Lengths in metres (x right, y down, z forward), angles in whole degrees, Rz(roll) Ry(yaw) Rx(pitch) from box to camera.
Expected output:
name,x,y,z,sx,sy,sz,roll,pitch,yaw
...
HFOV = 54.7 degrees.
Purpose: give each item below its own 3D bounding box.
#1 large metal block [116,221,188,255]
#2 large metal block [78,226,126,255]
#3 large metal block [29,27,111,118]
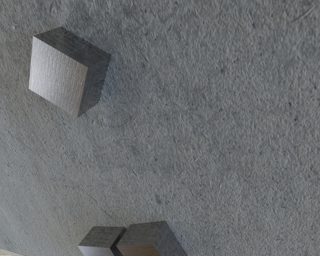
name,x,y,z,sx,sy,sz,roll,pitch,yaw
large metal block,-0.013,0.209,0.527,0.080,0.050,0.080,-18,109,35
large metal block,-0.094,0.235,0.586,0.080,0.050,0.080,-11,113,32
large metal block,-0.120,-0.073,0.409,0.080,0.050,0.079,31,128,8
